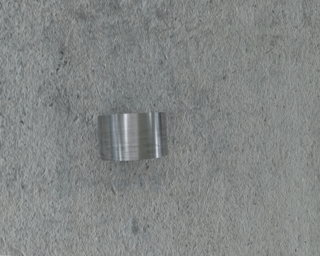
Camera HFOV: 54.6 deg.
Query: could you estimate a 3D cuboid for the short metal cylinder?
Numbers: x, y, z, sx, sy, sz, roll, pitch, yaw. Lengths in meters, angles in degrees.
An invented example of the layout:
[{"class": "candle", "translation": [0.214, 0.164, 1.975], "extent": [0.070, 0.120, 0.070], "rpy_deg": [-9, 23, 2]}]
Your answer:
[{"class": "short metal cylinder", "translation": [-0.032, 0.009, 0.368], "extent": [0.081, 0.080, 0.050], "rpy_deg": [-4, 92, -20]}]
